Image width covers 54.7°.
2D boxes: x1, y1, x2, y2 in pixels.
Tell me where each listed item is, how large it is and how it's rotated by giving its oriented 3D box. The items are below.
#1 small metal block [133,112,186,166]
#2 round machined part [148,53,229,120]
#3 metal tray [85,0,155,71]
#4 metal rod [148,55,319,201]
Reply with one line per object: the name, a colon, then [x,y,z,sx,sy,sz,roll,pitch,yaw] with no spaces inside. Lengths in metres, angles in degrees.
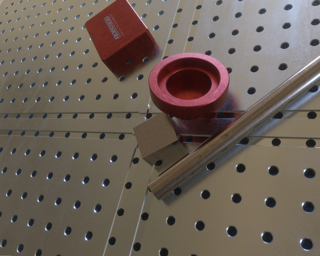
small metal block: [-0.002,0.013,0.400,0.050,0.025,0.050,-28,52,10]
round machined part: [0.037,-0.049,0.394,0.099,0.042,0.098,-3,51,4]
metal tray: [-0.074,-0.169,0.545,0.090,0.030,0.130,-33,52,6]
metal rod: [0.113,-0.015,0.357,0.300,0.025,0.025,-37,51,2]
